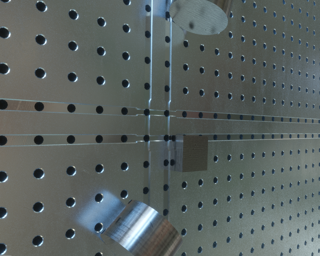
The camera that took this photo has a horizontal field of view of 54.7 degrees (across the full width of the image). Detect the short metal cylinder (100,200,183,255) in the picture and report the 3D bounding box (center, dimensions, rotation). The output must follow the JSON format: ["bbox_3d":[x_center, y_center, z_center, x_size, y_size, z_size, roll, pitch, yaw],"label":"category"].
[{"bbox_3d":[-0.021,0.129,0.356,0.050,0.080,0.080,-47,118,-30],"label":"short metal cylinder"}]

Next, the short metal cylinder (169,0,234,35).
[{"bbox_3d":[0.058,-0.171,0.422,0.080,0.080,0.050,26,74,-37],"label":"short metal cylinder"}]

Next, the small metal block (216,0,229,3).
[{"bbox_3d":[0.093,-0.234,0.487,0.050,0.025,0.050,17,79,-39],"label":"small metal block"}]

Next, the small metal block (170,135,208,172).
[{"bbox_3d":[0.042,0.036,0.445,0.050,0.025,0.050,3,88,-40],"label":"small metal block"}]
